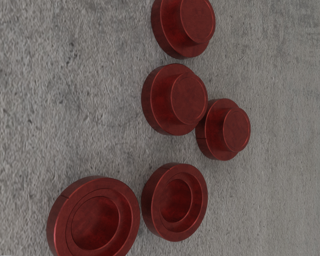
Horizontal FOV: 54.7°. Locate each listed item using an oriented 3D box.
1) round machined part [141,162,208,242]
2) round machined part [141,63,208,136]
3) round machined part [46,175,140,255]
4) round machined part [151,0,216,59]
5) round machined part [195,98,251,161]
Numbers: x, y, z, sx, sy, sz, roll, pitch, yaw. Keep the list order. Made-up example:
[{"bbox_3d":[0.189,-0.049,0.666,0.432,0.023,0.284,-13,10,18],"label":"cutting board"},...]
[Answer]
[{"bbox_3d":[0.014,0.093,0.406,0.099,0.042,0.097,0,90,-40],"label":"round machined part"},{"bbox_3d":[0.027,-0.038,0.416,0.099,0.042,0.097,0,90,-40],"label":"round machined part"},{"bbox_3d":[-0.073,0.100,0.332,0.099,0.042,0.097,0,90,-40],"label":"round machined part"},{"bbox_3d":[0.039,-0.146,0.426,0.099,0.042,0.097,0,90,-40],"label":"round machined part"},{"bbox_3d":[0.104,0.003,0.480,0.099,0.042,0.097,0,90,-40],"label":"round machined part"}]
